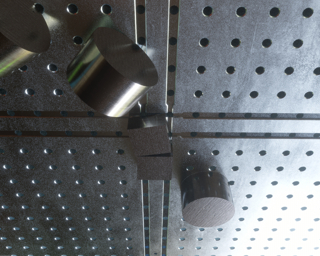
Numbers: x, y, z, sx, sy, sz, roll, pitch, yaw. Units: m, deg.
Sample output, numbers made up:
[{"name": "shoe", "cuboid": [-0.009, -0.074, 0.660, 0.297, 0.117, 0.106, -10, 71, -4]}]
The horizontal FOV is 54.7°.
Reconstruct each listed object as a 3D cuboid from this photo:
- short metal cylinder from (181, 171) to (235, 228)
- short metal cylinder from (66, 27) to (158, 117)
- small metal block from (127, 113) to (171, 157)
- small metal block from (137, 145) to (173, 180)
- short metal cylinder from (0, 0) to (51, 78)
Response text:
[{"name": "short metal cylinder", "cuboid": [0.074, 0.114, 0.493, 0.081, 0.050, 0.079, 0, 130, 0]}, {"name": "short metal cylinder", "cuboid": [-0.049, -0.058, 0.325, 0.080, 0.080, 0.050, 33, 123, -25]}, {"name": "small metal block", "cuboid": [-0.013, 0.010, 0.420, 0.050, 0.025, 0.050, -7, 130, 6]}, {"name": "small metal block", "cuboid": [-0.008, 0.051, 0.455, 0.050, 0.025, 0.050, 1, 130, -1]}, {"name": "short metal cylinder", "cuboid": [-0.153, -0.095, 0.293, 0.050, 0.080, 0.080, -26, 126, 20]}]
